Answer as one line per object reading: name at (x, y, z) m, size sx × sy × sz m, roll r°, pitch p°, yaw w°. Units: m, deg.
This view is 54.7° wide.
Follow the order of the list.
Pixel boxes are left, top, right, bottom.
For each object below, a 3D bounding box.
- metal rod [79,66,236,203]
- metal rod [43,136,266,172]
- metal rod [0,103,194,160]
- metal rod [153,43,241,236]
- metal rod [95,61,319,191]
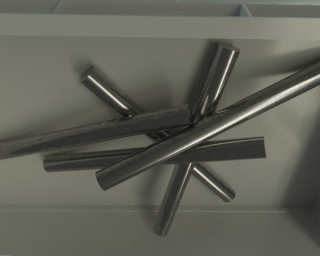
metal rod at (0.014, 0.024, 0.429) m, size 0.025 × 0.025 × 0.300 m, roll -34°, pitch 123°, yaw 25°
metal rod at (-0.022, 0.037, 0.400) m, size 0.301 × 0.025 × 0.025 m, roll -6°, pitch 131°, yaw 21°
metal rod at (-0.107, 0.011, 0.394) m, size 0.301 × 0.025 × 0.025 m, roll -11°, pitch 130°, yaw 17°
metal rod at (0.038, 0.036, 0.410) m, size 0.025 × 0.025 × 0.298 m, roll 11°, pitch 120°, yaw -10°
metal rod at (0.065, -0.005, 0.358) m, size 0.301 × 0.025 × 0.025 m, roll -26°, pitch 127°, yaw 2°
